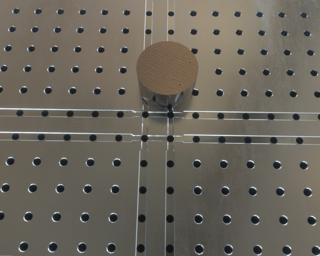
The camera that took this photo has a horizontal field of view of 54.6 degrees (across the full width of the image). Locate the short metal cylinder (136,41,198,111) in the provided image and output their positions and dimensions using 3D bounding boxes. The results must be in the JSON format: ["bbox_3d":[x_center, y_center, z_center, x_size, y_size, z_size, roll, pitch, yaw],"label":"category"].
[{"bbox_3d":[0.010,-0.070,0.424,0.080,0.050,0.080,0,70,0],"label":"short metal cylinder"}]
